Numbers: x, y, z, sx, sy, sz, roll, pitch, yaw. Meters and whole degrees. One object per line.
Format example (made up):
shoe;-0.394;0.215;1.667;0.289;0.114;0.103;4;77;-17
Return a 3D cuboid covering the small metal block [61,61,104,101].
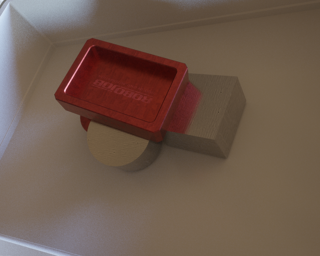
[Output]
small metal block;-0.096;-0.055;0.416;0.025;0.050;0.050;13;68;33

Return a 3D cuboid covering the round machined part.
round machined part;-0.076;-0.034;0.452;0.098;0.042;0.098;-13;56;20

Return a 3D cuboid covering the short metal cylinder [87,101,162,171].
short metal cylinder;-0.043;0.012;0.386;0.080;0.050;0.080;-4;74;15

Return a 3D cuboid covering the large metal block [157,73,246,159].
large metal block;0.048;-0.017;0.370;0.080;0.050;0.080;10;67;32

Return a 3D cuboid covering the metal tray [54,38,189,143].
metal tray;-0.043;-0.047;0.360;0.130;0.030;0.090;19;70;14
